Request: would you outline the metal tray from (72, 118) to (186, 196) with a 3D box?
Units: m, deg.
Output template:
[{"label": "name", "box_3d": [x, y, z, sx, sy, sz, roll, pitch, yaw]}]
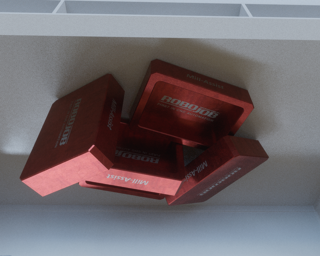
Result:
[{"label": "metal tray", "box_3d": [-0.037, 0.030, 0.388, 0.131, 0.090, 0.030, 12, 129, -11]}]

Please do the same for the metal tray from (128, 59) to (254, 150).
[{"label": "metal tray", "box_3d": [0.036, -0.022, 0.385, 0.131, 0.030, 0.089, 16, 128, -14]}]

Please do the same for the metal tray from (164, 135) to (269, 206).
[{"label": "metal tray", "box_3d": [0.075, 0.062, 0.432, 0.091, 0.030, 0.129, 9, 137, -46]}]

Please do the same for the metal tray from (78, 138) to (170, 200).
[{"label": "metal tray", "box_3d": [-0.045, 0.057, 0.449, 0.131, 0.030, 0.089, 12, 129, -11]}]

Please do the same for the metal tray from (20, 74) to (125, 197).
[{"label": "metal tray", "box_3d": [-0.089, 0.002, 0.337, 0.090, 0.130, 0.030, -23, 127, 19]}]
